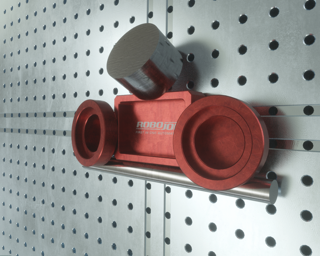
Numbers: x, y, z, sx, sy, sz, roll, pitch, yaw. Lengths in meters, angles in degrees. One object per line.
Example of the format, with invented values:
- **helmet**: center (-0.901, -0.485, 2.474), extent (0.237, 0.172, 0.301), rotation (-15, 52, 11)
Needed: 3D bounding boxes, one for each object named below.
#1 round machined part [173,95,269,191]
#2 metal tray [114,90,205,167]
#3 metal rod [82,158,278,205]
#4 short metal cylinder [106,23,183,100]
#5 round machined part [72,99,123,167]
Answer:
- **round machined part**: center (0.067, 0.015, 0.332), extent (0.098, 0.042, 0.097), rotation (-1, 88, 32)
- **metal tray**: center (-0.005, 0.000, 0.404), extent (0.130, 0.030, 0.089), rotation (1, 91, 39)
- **metal rod**: center (-0.002, 0.059, 0.405), extent (0.300, 0.025, 0.025), rotation (3, 92, 39)
- **short metal cylinder**: center (-0.019, -0.082, 0.385), extent (0.080, 0.050, 0.080), rotation (-20, 52, 29)
- **round machined part**: center (-0.090, 0.008, 0.461), extent (0.098, 0.042, 0.097), rotation (-4, 84, 48)
